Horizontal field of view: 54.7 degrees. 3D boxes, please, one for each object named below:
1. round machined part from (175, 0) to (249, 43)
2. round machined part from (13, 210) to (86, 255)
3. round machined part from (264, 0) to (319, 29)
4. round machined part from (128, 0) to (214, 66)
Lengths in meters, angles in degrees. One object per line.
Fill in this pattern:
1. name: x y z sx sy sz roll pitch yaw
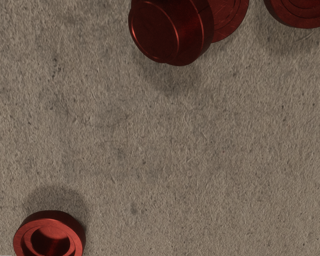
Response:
1. round machined part: 0.052 -0.145 0.348 0.099 0.042 0.097 0 110 -1
2. round machined part: -0.159 0.162 0.458 0.099 0.042 0.097 0 110 -1
3. round machined part: 0.162 -0.162 0.343 0.099 0.042 0.097 0 110 -1
4. round machined part: 0.005 -0.109 0.330 0.042 0.098 0.098 -43 111 -31
